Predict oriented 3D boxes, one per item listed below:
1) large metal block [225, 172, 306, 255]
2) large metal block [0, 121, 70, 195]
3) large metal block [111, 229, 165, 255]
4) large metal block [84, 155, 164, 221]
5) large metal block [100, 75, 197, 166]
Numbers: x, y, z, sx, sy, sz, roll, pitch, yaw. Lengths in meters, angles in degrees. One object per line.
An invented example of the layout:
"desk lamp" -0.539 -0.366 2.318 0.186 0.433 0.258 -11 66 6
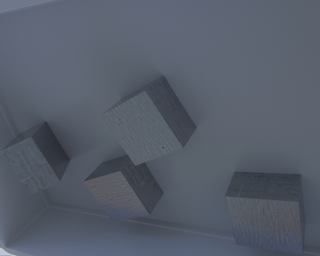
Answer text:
"large metal block" 0.133 0.103 0.386 0.080 0.050 0.080 -2 118 29
"large metal block" -0.192 0.045 0.490 0.050 0.080 0.080 -25 108 3
"large metal block" -0.047 0.246 0.570 0.080 0.050 0.079 28 128 10
"large metal block" -0.055 0.091 0.476 0.080 0.050 0.080 -20 108 35
"large metal block" -0.014 -0.008 0.394 0.080 0.050 0.080 -24 106 36
